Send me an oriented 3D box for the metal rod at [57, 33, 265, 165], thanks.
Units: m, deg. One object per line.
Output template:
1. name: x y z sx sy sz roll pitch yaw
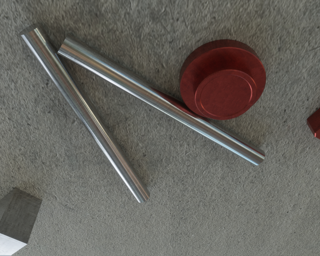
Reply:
1. metal rod: 0.019 -0.024 0.387 0.301 0.025 0.025 28 124 -23

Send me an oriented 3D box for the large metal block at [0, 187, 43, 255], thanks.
1. large metal block: -0.246 0.156 0.500 0.080 0.080 0.050 -36 122 26

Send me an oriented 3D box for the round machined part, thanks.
1. round machined part: 0.072 -0.048 0.357 0.099 0.042 0.097 -1 130 0

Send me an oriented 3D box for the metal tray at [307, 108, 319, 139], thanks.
1. metal tray: 0.267 -0.025 0.386 0.090 0.030 0.129 24 126 -20

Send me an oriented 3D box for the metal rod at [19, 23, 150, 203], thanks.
1. metal rod: -0.081 0.004 0.409 0.025 0.025 0.299 -16 129 13
